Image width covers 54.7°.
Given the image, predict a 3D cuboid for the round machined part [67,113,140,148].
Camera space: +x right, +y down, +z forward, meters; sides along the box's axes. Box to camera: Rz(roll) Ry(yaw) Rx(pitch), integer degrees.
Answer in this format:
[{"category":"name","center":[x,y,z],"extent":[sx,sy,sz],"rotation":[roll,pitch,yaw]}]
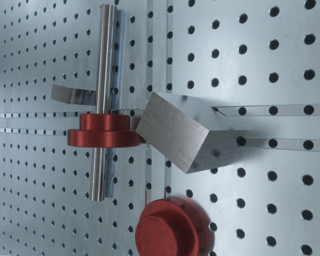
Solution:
[{"category":"round machined part","center":[-0.075,0.002,0.424],"extent":[0.098,0.099,0.042],"rotation":[2,92,40]}]

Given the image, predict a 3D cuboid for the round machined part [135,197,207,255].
[{"category":"round machined part","center":[0.007,0.140,0.393],"extent":[0.098,0.042,0.097],"rotation":[0,90,40]}]

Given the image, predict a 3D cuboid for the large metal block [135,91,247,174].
[{"category":"large metal block","center":[0.035,0.003,0.345],"extent":[0.080,0.081,0.050],"rotation":[38,114,33]}]

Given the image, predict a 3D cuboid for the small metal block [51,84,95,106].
[{"category":"small metal block","center":[-0.143,-0.055,0.511],"extent":[0.050,0.050,0.025],"rotation":[16,100,39]}]

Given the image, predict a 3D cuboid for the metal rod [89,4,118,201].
[{"category":"metal rod","center":[-0.088,-0.036,0.482],"extent":[0.025,0.025,0.298],"rotation":[7,95,40]}]
